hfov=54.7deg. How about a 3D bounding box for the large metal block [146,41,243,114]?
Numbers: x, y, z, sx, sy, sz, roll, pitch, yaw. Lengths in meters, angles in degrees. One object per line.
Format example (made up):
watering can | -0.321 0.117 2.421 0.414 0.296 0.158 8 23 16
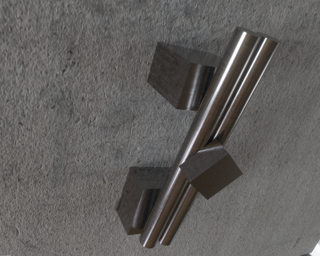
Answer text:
large metal block | 0.042 -0.058 0.360 0.081 0.080 0.050 3 117 -30

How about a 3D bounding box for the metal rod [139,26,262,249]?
metal rod | 0.032 0.034 0.352 0.025 0.025 0.298 3 124 -30

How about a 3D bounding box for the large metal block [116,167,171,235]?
large metal block | -0.009 0.104 0.451 0.081 0.050 0.079 5 116 -31

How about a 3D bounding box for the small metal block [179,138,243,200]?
small metal block | 0.057 0.047 0.342 0.050 0.025 0.050 -38 135 4

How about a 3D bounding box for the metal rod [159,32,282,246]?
metal rod | 0.055 0.035 0.365 0.025 0.025 0.298 3 124 -30
